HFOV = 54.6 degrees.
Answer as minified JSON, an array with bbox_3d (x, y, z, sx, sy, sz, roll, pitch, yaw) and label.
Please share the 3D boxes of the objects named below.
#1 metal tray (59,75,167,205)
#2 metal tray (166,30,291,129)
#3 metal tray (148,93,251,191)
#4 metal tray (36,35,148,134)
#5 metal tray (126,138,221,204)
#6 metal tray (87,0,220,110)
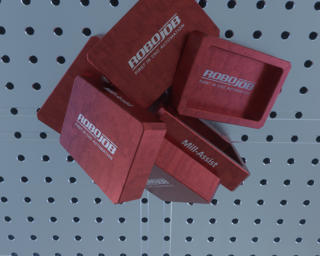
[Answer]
[{"bbox_3d":[-0.058,0.007,0.335,0.030,0.130,0.089,0,117,-46],"label":"metal tray"},{"bbox_3d":[0.083,-0.052,0.366,0.131,0.030,0.089,9,112,-27],"label":"metal tray"},{"bbox_3d":[0.044,0.013,0.383,0.130,0.090,0.030,36,106,-13],"label":"metal tray"},{"bbox_3d":[-0.082,-0.040,0.395,0.090,0.030,0.130,37,106,-14],"label":"metal tray"},{"bbox_3d":[0.002,0.055,0.383,0.090,0.130,0.030,37,67,-13],"label":"metal tray"},{"bbox_3d":[-0.007,-0.095,0.356,0.130,0.030,0.090,-46,108,0],"label":"metal tray"}]
